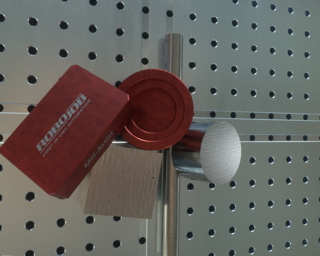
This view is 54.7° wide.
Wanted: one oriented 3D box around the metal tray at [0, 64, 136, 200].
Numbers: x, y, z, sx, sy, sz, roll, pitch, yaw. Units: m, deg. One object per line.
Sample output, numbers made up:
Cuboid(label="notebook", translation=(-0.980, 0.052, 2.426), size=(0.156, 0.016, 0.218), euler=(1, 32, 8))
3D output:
Cuboid(label="metal tray", translation=(-0.101, 0.001, 0.347), size=(0.090, 0.030, 0.130), euler=(32, 77, 22))

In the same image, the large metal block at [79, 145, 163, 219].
Cuboid(label="large metal block", translation=(-0.049, 0.062, 0.381), size=(0.081, 0.050, 0.080), euler=(11, 86, -20))

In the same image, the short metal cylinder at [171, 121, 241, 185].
Cuboid(label="short metal cylinder", translation=(0.062, 0.031, 0.408), size=(0.081, 0.050, 0.079), euler=(0, 91, -40))

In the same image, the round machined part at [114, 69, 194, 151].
Cuboid(label="round machined part", translation=(-0.008, -0.021, 0.387), size=(0.099, 0.042, 0.097), euler=(0, 89, 5))

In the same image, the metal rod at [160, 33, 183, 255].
Cuboid(label="metal rod", translation=(0.016, 0.024, 0.419), size=(0.025, 0.025, 0.298), euler=(1, 90, -20))
